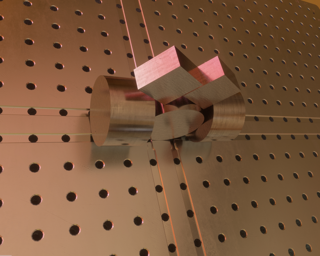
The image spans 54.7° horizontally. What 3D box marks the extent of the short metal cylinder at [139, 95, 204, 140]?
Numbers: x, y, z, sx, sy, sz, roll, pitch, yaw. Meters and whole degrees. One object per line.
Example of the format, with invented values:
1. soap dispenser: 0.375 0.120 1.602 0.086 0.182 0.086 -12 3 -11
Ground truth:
1. short metal cylinder: 0.010 -0.024 0.393 0.081 0.080 0.050 1 62 -28

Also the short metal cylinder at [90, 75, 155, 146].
1. short metal cylinder: -0.046 -0.019 0.359 0.050 0.080 0.080 1 61 -28

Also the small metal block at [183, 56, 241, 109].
1. small metal block: 0.057 -0.050 0.355 0.050 0.050 0.025 24 46 -53

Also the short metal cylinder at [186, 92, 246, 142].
1. short metal cylinder: 0.069 -0.021 0.422 0.050 0.080 0.080 0 62 -27

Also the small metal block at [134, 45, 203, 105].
1. small metal block: 0.009 -0.053 0.325 0.050 0.050 0.025 25 45 -54
